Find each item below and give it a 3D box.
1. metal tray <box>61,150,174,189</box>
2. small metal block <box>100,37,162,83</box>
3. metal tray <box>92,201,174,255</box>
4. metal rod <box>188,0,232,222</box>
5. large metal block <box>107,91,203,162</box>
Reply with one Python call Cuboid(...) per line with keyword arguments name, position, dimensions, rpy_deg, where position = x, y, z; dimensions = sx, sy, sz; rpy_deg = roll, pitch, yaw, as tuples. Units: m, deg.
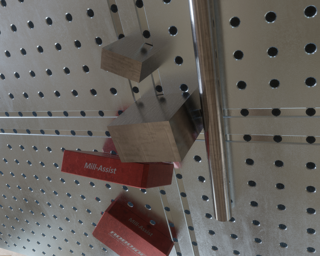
Cuboid(name="metal tray", position=(-0.057, 0.055, 0.431), dimensions=(0.130, 0.090, 0.030), rpy_deg=(7, 87, 24))
Cuboid(name="small metal block", position=(-0.033, -0.081, 0.361), dimensions=(0.050, 0.050, 0.025), rpy_deg=(23, 127, 14))
Cuboid(name="metal tray", position=(-0.051, 0.199, 0.556), dimensions=(0.130, 0.030, 0.089), rpy_deg=(34, 129, 5))
Cuboid(name="metal rod", position=(0.064, -0.007, 0.372), dimensions=(0.025, 0.025, 0.298), rpy_deg=(3, 120, 26))
Cuboid(name="large metal block", position=(-0.002, -0.002, 0.374), dimensions=(0.080, 0.080, 0.050), rpy_deg=(-4, 116, 30))
